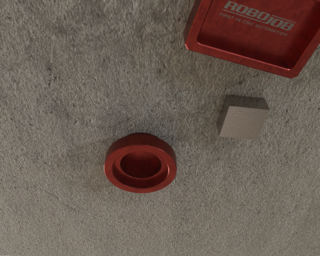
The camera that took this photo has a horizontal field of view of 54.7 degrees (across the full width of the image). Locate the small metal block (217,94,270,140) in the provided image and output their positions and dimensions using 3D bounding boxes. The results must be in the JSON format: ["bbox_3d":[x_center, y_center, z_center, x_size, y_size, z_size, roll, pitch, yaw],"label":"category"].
[{"bbox_3d":[0.105,-0.013,0.397,0.050,0.025,0.050,5,130,-5],"label":"small metal block"}]

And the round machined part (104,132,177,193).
[{"bbox_3d":[-0.026,0.045,0.434,0.099,0.042,0.097,0,130,0],"label":"round machined part"}]

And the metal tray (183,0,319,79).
[{"bbox_3d":[0.099,-0.109,0.312,0.131,0.030,0.089,13,129,-11],"label":"metal tray"}]
